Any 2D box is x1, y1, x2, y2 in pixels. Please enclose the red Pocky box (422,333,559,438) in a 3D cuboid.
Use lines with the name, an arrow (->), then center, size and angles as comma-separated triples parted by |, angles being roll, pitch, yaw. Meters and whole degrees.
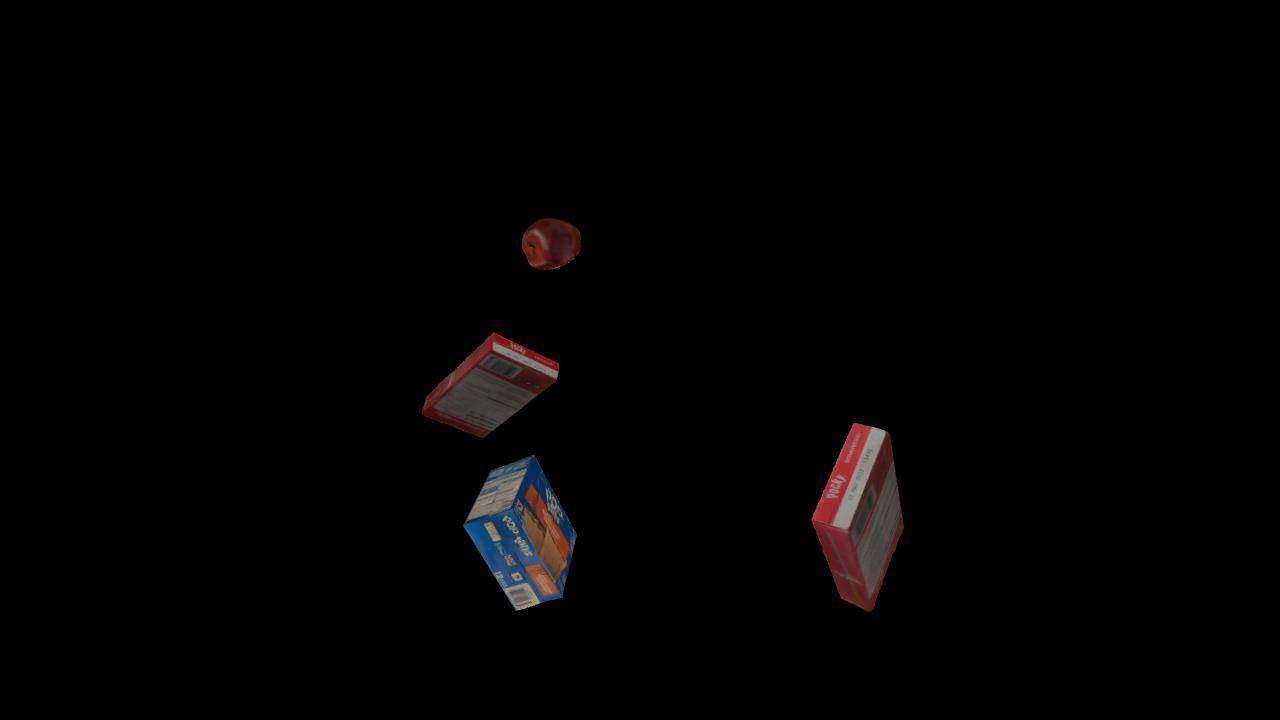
red Pocky box -> -0.167, 0.032, 0.676 | 0.083, 0.028, 0.155 | 28, -47, -32

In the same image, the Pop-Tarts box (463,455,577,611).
Pop-Tarts box -> -0.173, 0.257, 0.927 | 0.083, 0.167, 0.141 | -19, 20, 11

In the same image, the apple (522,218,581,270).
apple -> -0.129, -0.173, 0.907 | 0.079, 0.079, 0.093 | 0, 15, 41

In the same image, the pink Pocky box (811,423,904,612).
pink Pocky box -> 0.171, 0.125, 0.473 | 0.029, 0.084, 0.155 | 14, -31, 36
